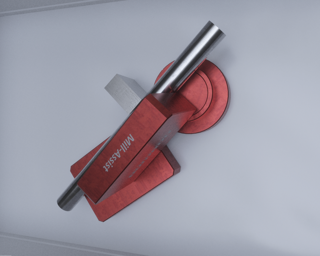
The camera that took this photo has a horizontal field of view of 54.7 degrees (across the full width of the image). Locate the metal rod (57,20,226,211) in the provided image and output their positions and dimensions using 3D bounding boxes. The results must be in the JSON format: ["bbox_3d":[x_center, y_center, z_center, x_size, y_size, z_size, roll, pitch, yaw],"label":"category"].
[{"bbox_3d":[-0.034,-0.002,0.378,0.025,0.025,0.299,47,108,14],"label":"metal rod"}]

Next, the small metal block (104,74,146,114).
[{"bbox_3d":[-0.037,-0.042,0.408,0.025,0.050,0.050,-46,76,14],"label":"small metal block"}]

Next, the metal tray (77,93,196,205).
[{"bbox_3d":[-0.023,0.019,0.341,0.030,0.090,0.129,44,110,11],"label":"metal tray"}]

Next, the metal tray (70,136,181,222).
[{"bbox_3d":[-0.049,0.056,0.423,0.130,0.030,0.090,-36,79,16],"label":"metal tray"}]

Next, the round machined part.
[{"bbox_3d":[0.036,-0.041,0.386,0.098,0.042,0.097,0,90,19],"label":"round machined part"}]
